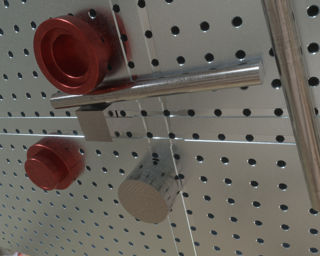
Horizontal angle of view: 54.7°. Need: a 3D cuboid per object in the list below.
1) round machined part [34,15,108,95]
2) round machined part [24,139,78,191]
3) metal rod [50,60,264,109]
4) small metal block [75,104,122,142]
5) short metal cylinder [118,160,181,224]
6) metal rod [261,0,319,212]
[{"bbox_3d":[-0.109,-0.095,0.399,0.098,0.042,0.097,13,124,21],"label":"round machined part"},{"bbox_3d":[-0.198,0.072,0.550,0.098,0.042,0.097,13,124,21],"label":"round machined part"},{"bbox_3d":[-0.025,-0.049,0.394,0.300,0.025,0.025,-4,117,30],"label":"metal rod"},{"bbox_3d":[-0.090,-0.008,0.454,0.050,0.025,0.050,1,119,28],"label":"small metal block"},{"bbox_3d":[-0.015,0.094,0.461,0.080,0.050,0.079,13,124,21],"label":"short metal cylinder"},{"bbox_3d":[0.138,-0.039,0.314,0.025,0.025,0.299,-9,114,32],"label":"metal rod"}]
